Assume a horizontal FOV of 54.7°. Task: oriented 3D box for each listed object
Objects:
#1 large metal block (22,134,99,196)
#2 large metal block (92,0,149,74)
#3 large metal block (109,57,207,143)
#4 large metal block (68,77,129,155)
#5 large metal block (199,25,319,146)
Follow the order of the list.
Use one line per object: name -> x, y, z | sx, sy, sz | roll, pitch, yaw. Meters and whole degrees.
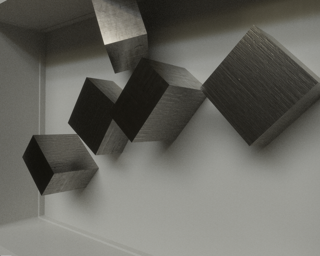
large metal block -> -0.161, 0.056, 0.500 | 0.080, 0.081, 0.050 | 50, 119, 28
large metal block -> -0.050, -0.129, 0.402 | 0.050, 0.080, 0.080 | -16, 76, -4
large metal block -> 0.000, -0.030, 0.369 | 0.050, 0.081, 0.080 | 49, 119, 28
large metal block -> -0.081, -0.017, 0.455 | 0.080, 0.050, 0.079 | 42, 115, 31
large metal block -> 0.101, -0.039, 0.306 | 0.080, 0.050, 0.080 | -50, 61, 28
